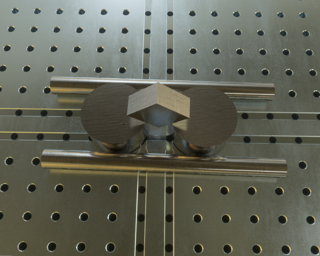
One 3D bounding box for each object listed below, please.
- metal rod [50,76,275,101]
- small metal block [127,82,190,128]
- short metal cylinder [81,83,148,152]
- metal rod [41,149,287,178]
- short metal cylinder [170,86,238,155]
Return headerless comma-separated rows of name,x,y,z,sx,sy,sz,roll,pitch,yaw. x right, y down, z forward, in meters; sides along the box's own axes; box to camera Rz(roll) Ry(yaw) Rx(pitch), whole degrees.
metal rod,0.003,-0.054,0.428,0.302,0.025,0.025,2,70,0
small metal block,-0.001,-0.024,0.355,0.050,0.050,0.025,21,63,-39
short metal cylinder,-0.056,-0.011,0.398,0.081,0.050,0.080,0,70,0
metal rod,0.005,0.045,0.392,0.302,0.025,0.025,2,70,0
short metal cylinder,0.054,-0.007,0.398,0.081,0.050,0.080,0,70,0
